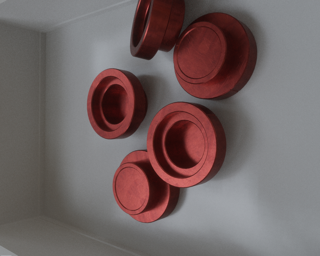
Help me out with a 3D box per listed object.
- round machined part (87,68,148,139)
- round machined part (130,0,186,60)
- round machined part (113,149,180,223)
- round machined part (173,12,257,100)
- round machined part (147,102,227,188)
[{"bbox_3d":[-0.056,-0.033,0.440,0.098,0.042,0.097,0,90,39],"label":"round machined part"},{"bbox_3d":[-0.002,-0.131,0.377,0.098,0.042,0.097,-169,89,-71],"label":"round machined part"},{"bbox_3d":[-0.025,0.078,0.415,0.098,0.042,0.097,0,90,39],"label":"round machined part"},{"bbox_3d":[0.054,-0.081,0.350,0.098,0.042,0.097,0,90,39],"label":"round machined part"},{"bbox_3d":[0.035,0.019,0.366,0.098,0.042,0.097,0,90,39],"label":"round machined part"}]
